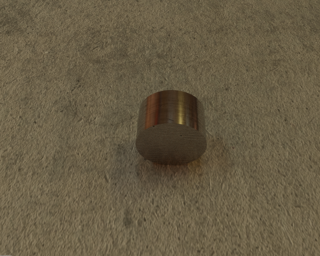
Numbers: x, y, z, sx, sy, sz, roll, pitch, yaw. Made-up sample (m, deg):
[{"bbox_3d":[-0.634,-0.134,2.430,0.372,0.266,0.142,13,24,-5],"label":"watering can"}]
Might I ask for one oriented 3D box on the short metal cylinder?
[{"bbox_3d":[0.013,0.001,0.367,0.080,0.080,0.050,1,50,1],"label":"short metal cylinder"}]
